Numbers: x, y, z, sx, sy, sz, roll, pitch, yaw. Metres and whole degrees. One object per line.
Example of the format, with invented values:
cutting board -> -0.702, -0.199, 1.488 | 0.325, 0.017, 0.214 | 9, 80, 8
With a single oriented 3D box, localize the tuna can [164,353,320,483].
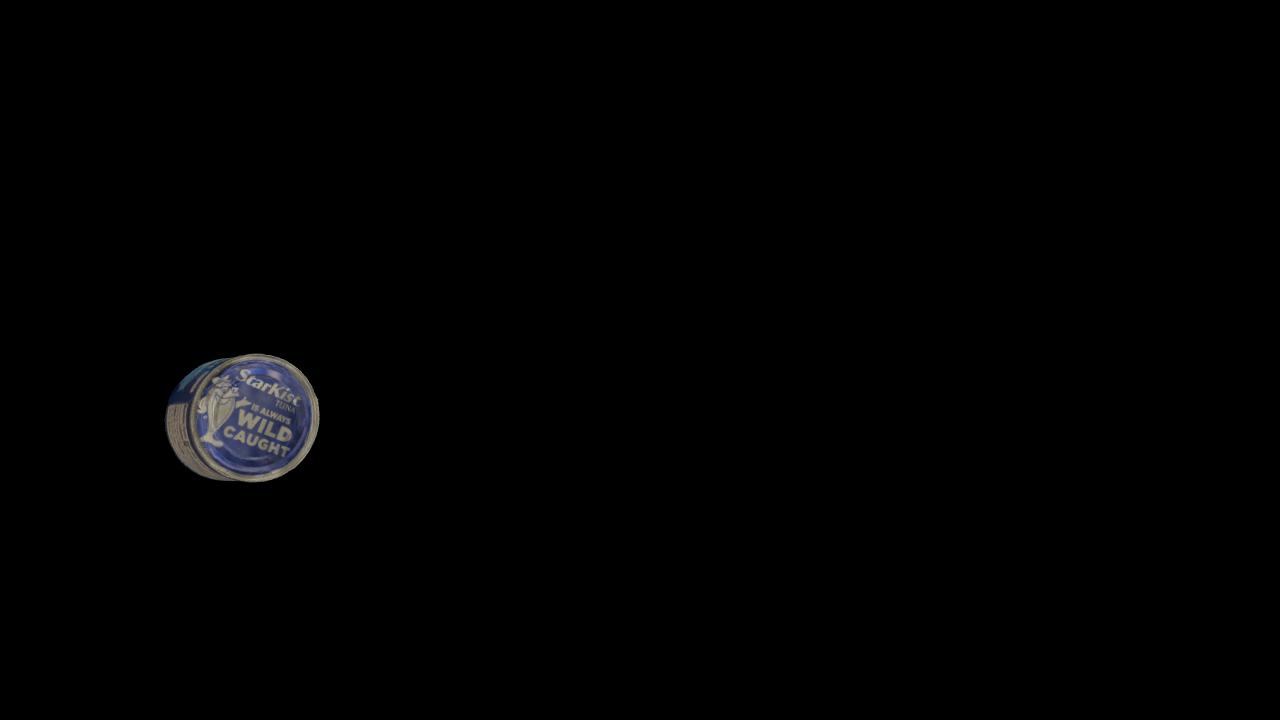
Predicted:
tuna can -> -0.261, 0.039, 0.409 | 0.034, 0.084, 0.084 | -5, -2, 27
